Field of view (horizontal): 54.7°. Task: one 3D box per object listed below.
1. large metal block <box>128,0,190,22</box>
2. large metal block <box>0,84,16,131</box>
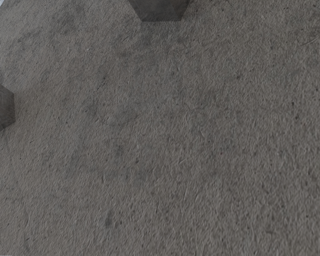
[{"bbox_3d":[0.006,-0.229,0.526,0.080,0.050,0.080,12,68,33],"label":"large metal block"},{"bbox_3d":[-0.322,-0.032,0.577,0.080,0.050,0.080,-31,52,8],"label":"large metal block"}]
